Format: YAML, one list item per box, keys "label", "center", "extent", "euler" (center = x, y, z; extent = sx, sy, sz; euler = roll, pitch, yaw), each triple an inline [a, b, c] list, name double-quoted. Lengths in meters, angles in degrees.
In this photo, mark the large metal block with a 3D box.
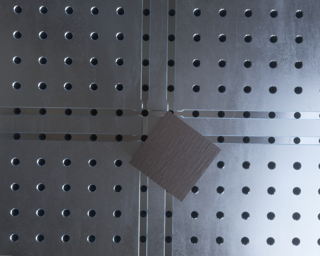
- label: "large metal block"
  center: [0.018, 0.034, 0.401]
  extent: [0.080, 0.050, 0.080]
  euler: [37, 90, 0]
